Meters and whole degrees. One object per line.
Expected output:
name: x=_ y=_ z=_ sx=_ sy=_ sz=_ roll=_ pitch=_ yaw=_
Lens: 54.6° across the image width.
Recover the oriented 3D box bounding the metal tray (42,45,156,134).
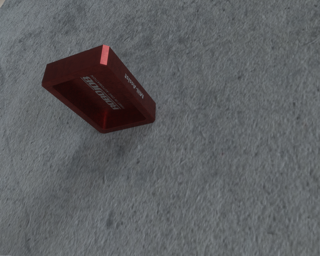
metal tray: x=-0.072 y=-0.042 z=0.402 sx=0.090 sy=0.130 sz=0.030 roll=-12 pitch=57 yaw=22
